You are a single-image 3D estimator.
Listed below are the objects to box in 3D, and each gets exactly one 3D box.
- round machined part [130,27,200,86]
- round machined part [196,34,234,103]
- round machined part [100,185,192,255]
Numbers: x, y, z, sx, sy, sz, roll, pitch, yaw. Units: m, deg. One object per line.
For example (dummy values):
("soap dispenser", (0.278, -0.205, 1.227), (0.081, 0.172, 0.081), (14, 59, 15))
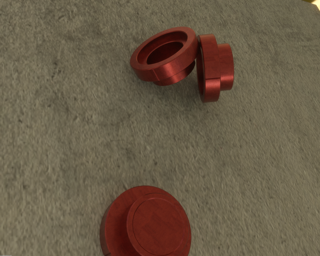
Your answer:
("round machined part", (0.011, -0.096, 0.436), (0.042, 0.098, 0.098), (59, 40, -38))
("round machined part", (0.079, -0.087, 0.450), (0.042, 0.098, 0.098), (-5, 61, 1))
("round machined part", (-0.009, 0.107, 0.324), (0.099, 0.042, 0.098), (14, 56, -21))
